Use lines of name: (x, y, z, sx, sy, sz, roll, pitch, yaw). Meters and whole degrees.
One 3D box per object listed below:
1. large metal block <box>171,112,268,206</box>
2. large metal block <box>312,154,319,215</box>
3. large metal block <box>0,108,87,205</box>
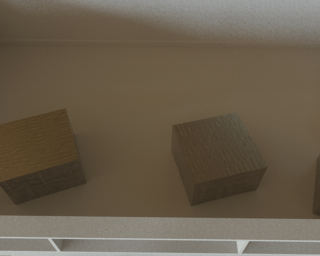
large metal block: (0.064, 0.035, 0.360, 0.081, 0.050, 0.080, -11, 51, -10)
large metal block: (0.221, 0.062, 0.338, 0.080, 0.050, 0.080, 17, 52, 13)
large metal block: (-0.138, 0.031, 0.362, 0.081, 0.050, 0.080, -16, 52, -13)
